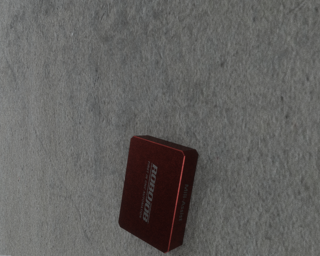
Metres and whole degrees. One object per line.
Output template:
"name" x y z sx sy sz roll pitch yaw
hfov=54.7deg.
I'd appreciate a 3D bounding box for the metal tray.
"metal tray" -0.005 0.082 0.404 0.090 0.030 0.129 15 99 38
